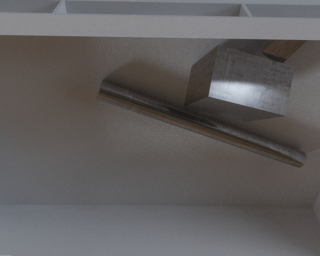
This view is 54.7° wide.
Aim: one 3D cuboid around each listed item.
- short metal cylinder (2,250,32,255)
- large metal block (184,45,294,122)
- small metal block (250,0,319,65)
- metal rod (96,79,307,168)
[{"bbox_3d":[-0.293,0.297,0.625,0.081,0.080,0.050,8,130,-7],"label":"short metal cylinder"},{"bbox_3d":[0.079,-0.042,0.330,0.081,0.080,0.050,13,84,-11],"label":"large metal block"},{"bbox_3d":[0.123,-0.099,0.311,0.025,0.050,0.050,28,124,-22],"label":"small metal block"},{"bbox_3d":[0.066,0.000,0.409,0.302,0.025,0.025,18,128,-16],"label":"metal rod"}]
